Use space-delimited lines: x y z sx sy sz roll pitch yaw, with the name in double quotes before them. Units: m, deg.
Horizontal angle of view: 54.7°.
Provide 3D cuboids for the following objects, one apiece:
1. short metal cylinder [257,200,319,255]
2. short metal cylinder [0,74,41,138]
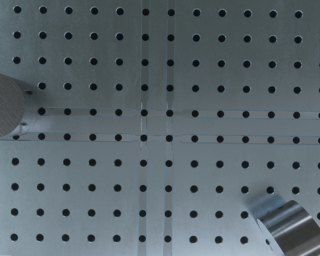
"short metal cylinder" 0.167 0.138 0.387 0.050 0.080 0.080 -29 90 0
"short metal cylinder" -0.203 -0.028 0.399 0.081 0.050 0.079 0 90 0
